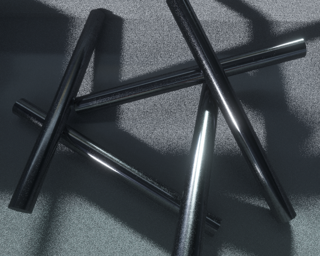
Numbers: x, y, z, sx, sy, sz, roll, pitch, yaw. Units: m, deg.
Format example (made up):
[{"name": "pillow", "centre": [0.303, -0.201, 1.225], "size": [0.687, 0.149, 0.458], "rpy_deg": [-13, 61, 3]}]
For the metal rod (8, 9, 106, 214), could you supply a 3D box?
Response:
[{"name": "metal rod", "centre": [-0.122, -0.041, 0.401], "size": [0.025, 0.025, 0.300], "rpy_deg": [10, 62, 3]}]

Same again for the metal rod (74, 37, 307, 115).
[{"name": "metal rod", "centre": [0.033, -0.065, 0.404], "size": [0.301, 0.025, 0.025], "rpy_deg": [-14, 71, 6]}]

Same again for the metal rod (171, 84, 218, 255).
[{"name": "metal rod", "centre": [0.045, 0.027, 0.336], "size": [0.025, 0.025, 0.300], "rpy_deg": [13, 46, 4]}]

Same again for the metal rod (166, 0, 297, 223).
[{"name": "metal rod", "centre": [0.085, -0.026, 0.375], "size": [0.025, 0.025, 0.299], "rpy_deg": [-26, 89, -9]}]

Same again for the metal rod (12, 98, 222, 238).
[{"name": "metal rod", "centre": [-0.061, 0.045, 0.392], "size": [0.301, 0.025, 0.025], "rpy_deg": [30, 73, 10]}]
